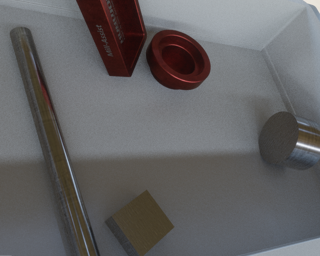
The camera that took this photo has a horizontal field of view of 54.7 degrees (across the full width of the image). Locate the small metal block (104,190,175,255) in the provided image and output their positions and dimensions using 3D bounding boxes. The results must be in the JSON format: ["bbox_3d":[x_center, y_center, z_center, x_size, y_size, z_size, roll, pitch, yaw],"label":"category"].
[{"bbox_3d":[-0.022,0.103,0.332,0.050,0.025,0.050,-31,79,-38],"label":"small metal block"}]

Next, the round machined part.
[{"bbox_3d":[0.024,-0.097,0.469,0.099,0.042,0.098,14,56,-21],"label":"round machined part"}]

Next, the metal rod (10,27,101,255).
[{"bbox_3d":[-0.117,0.013,0.335,0.025,0.025,0.299,-10,67,-33],"label":"metal rod"}]

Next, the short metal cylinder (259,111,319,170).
[{"bbox_3d":[0.197,0.020,0.467,0.050,0.080,0.080,15,56,-20],"label":"short metal cylinder"}]

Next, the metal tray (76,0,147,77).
[{"bbox_3d":[-0.055,-0.140,0.395,0.030,0.130,0.090,6,57,16],"label":"metal tray"}]
